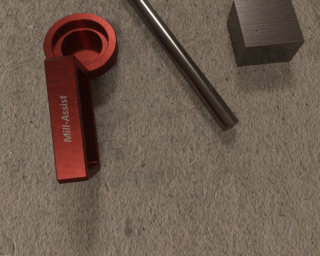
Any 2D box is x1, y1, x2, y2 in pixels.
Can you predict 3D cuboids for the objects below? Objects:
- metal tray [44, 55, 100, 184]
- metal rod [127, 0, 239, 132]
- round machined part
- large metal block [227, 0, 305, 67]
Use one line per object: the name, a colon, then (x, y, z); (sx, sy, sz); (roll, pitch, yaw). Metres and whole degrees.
metal tray: (-0.097, -0.008, 0.355); (0.030, 0.090, 0.129); (-7, 89, -2)
metal rod: (0.015, -0.122, 0.452); (0.025, 0.025, 0.299); (-30, 73, -11)
round machined part: (-0.108, -0.109, 0.438); (0.099, 0.042, 0.098); (0, 70, -1)
large metal block: (0.149, -0.140, 0.448); (0.081, 0.050, 0.080); (-6, 70, -3)
